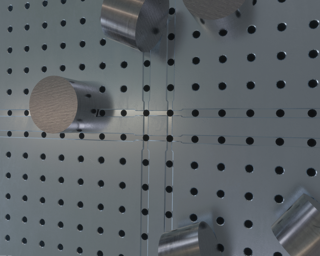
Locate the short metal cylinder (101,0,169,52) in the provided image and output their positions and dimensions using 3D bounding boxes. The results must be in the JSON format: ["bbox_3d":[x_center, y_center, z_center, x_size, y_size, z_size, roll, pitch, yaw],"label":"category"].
[{"bbox_3d":[-0.030,-0.143,0.394,0.050,0.080,0.080,26,99,18],"label":"short metal cylinder"}]

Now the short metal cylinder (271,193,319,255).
[{"bbox_3d":[0.166,0.115,0.325,0.080,0.080,0.050,42,103,15],"label":"short metal cylinder"}]

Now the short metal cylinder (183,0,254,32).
[{"bbox_3d":[0.071,-0.163,0.374,0.080,0.050,0.079,0,90,20],"label":"short metal cylinder"}]

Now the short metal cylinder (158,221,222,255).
[{"bbox_3d":[0.039,0.158,0.369,0.050,0.080,0.080,-23,83,19],"label":"short metal cylinder"}]

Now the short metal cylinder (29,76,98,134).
[{"bbox_3d":[-0.139,-0.032,0.448,0.080,0.050,0.079,0,90,20],"label":"short metal cylinder"}]
